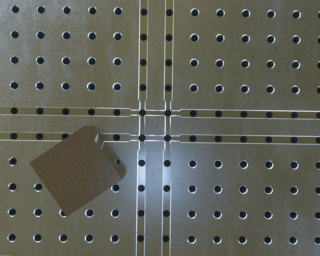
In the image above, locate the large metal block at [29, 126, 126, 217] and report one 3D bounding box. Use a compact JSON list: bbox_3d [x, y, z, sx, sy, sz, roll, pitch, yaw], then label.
[{"bbox_3d":[-0.102,0.052,0.400,0.080,0.050,0.080,-34,90,0],"label":"large metal block"}]
